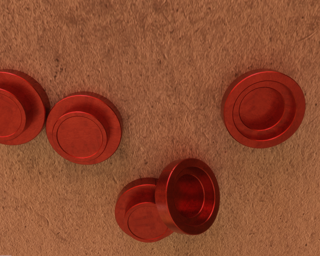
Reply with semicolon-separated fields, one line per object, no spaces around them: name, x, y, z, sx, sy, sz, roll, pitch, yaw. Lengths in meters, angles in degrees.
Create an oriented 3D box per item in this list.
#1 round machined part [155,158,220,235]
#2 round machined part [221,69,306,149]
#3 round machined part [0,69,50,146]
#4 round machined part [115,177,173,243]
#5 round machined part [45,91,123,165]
round machined part;0.032;0.091;0.415;0.042;0.098;0.098;-16;116;49
round machined part;0.126;-0.027;0.392;0.099;0.042;0.097;0;110;0
round machined part;-0.195;-0.022;0.391;0.099;0.042;0.097;0;110;0
round machined part;-0.016;0.124;0.446;0.099;0.042;0.097;0;110;0
round machined part;-0.099;0.005;0.401;0.099;0.042;0.097;0;110;0
